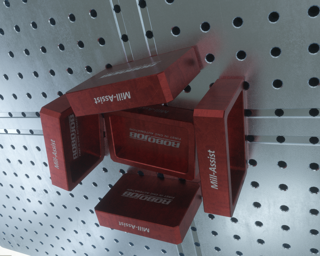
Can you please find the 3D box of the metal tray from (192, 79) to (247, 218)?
[{"bbox_3d":[0.071,0.021,0.344,0.030,0.090,0.129,4,120,26],"label":"metal tray"}]

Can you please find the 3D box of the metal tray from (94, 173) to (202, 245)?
[{"bbox_3d":[-0.015,0.110,0.446,0.130,0.090,0.030,4,120,26],"label":"metal tray"}]

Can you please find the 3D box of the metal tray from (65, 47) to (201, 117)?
[{"bbox_3d":[-0.030,-0.052,0.353,0.130,0.090,0.030,-6,115,31],"label":"metal tray"}]

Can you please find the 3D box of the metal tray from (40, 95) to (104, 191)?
[{"bbox_3d":[-0.119,0.013,0.441,0.030,0.090,0.129,17,125,19],"label":"metal tray"}]

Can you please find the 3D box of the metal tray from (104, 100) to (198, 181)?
[{"bbox_3d":[-0.009,0.015,0.421,0.130,0.030,0.089,11,123,22],"label":"metal tray"}]
